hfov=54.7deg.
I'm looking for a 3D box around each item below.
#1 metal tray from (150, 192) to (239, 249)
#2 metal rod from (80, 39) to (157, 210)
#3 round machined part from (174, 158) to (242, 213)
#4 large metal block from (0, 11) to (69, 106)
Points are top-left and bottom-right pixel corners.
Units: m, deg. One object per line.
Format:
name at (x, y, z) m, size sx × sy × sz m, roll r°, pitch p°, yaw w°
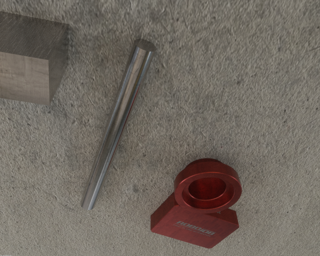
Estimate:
metal tray at (0.060, 0.165, 0.545) m, size 0.131 × 0.030 × 0.089 m, roll 23°, pitch 126°, yaw -19°
metal rod at (-0.067, 0.018, 0.421) m, size 0.025 × 0.025 × 0.298 m, roll 15°, pitch 128°, yaw -13°
round machined part at (0.070, 0.084, 0.469) m, size 0.099 × 0.042 × 0.097 m, roll -1°, pitch 130°, yaw 0°
large metal block at (-0.141, -0.072, 0.308) m, size 0.081 × 0.080 × 0.050 m, roll 9°, pitch 130°, yaw -8°
